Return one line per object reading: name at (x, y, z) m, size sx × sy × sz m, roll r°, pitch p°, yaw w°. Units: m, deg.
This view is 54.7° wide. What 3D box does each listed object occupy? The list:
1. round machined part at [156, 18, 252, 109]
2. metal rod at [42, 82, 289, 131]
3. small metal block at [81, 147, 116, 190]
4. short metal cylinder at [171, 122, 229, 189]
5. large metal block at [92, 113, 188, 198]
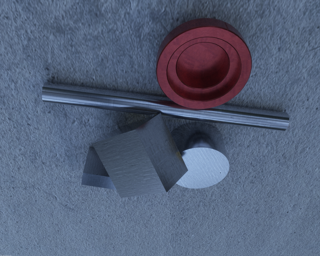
round machined part at (0.045, -0.072, 0.336) m, size 0.099 × 0.042 × 0.097 m, roll -1°, pitch 130°, yaw 0°
metal rod at (0.012, -0.025, 0.385) m, size 0.302 × 0.025 × 0.025 m, roll 7°, pitch 130°, yaw -6°
small metal block at (-0.080, 0.057, 0.438) m, size 0.050 × 0.050 × 0.025 m, roll 11°, pitch 129°, yaw -10°
short metal cylinder at (0.050, 0.038, 0.424) m, size 0.081 × 0.050 × 0.079 m, roll -1°, pitch 130°, yaw 0°
large metal block at (-0.025, 0.036, 0.384) m, size 0.080 × 0.050 × 0.080 m, roll -17°, pitch 103°, yaw 41°
